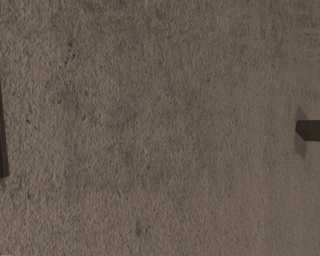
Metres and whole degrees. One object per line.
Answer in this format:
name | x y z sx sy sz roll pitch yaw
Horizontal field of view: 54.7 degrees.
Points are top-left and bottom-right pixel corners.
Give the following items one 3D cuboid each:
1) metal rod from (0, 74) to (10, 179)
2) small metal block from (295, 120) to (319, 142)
metal rod | -0.159 -0.104 0.271 0.025 0.025 0.298 -7 94 -40
small metal block | 0.330 0.006 0.670 0.050 0.050 0.025 37 68 -34
